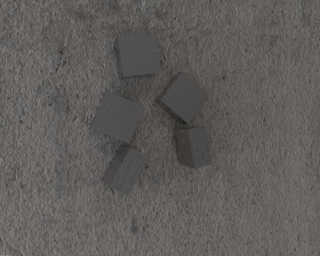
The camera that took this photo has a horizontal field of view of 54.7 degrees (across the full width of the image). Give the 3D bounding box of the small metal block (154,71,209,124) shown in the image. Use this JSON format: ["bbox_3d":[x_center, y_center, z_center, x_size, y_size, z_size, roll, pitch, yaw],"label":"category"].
[{"bbox_3d":[0.030,-0.040,0.420,0.050,0.025,0.050,40,77,-16],"label":"small metal block"}]

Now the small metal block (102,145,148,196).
[{"bbox_3d":[-0.044,0.050,0.379,0.025,0.050,0.050,31,80,-18],"label":"small metal block"}]

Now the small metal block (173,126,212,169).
[{"bbox_3d":[0.042,0.024,0.411,0.025,0.050,0.050,-12,94,-20],"label":"small metal block"}]

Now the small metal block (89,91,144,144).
[{"bbox_3d":[-0.055,-0.013,0.389,0.050,0.025,0.050,23,82,-19],"label":"small metal block"}]

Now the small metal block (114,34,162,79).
[{"bbox_3d":[-0.029,-0.092,0.398,0.050,0.025,0.050,-9,93,-20],"label":"small metal block"}]
